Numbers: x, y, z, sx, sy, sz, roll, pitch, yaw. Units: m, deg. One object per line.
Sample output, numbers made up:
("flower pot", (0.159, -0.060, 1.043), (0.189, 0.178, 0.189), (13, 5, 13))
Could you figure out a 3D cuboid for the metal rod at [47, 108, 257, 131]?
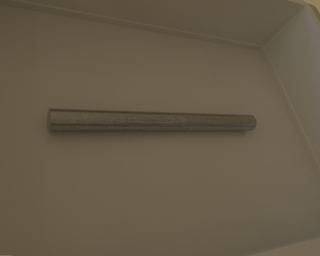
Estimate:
("metal rod", (0.010, -0.009, 0.415), (0.303, 0.025, 0.025), (0, 62, -28))
